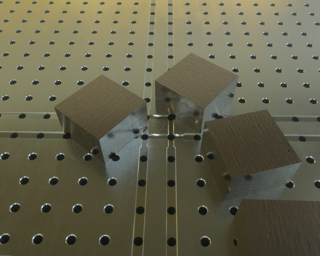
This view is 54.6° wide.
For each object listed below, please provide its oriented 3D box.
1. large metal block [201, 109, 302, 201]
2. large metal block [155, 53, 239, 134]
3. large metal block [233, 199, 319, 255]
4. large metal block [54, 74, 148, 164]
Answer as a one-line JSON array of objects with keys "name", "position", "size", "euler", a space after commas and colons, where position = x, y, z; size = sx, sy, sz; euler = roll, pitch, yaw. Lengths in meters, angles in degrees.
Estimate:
[{"name": "large metal block", "position": [0.102, 0.030, 0.367], "size": [0.081, 0.050, 0.080], "euler": [-11, 51, -9]}, {"name": "large metal block", "position": [0.050, -0.051, 0.435], "size": [0.080, 0.050, 0.080], "euler": [33, 57, 24]}, {"name": "large metal block", "position": [0.119, 0.117, 0.294], "size": [0.080, 0.050, 0.080], "euler": [2, 50, 1]}, {"name": "large metal block", "position": [-0.073, -0.014, 0.403], "size": [0.080, 0.050, 0.080], "euler": [32, 57, 24]}]
